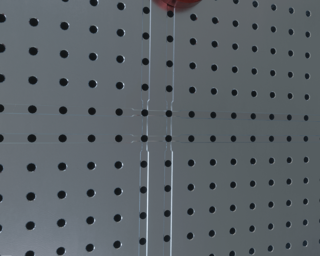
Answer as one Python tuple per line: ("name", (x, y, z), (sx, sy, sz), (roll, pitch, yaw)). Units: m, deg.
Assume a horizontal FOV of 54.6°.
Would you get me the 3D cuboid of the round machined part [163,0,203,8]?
("round machined part", (0.034, -0.217, 0.415), (0.099, 0.042, 0.097), (0, 90, -20))
